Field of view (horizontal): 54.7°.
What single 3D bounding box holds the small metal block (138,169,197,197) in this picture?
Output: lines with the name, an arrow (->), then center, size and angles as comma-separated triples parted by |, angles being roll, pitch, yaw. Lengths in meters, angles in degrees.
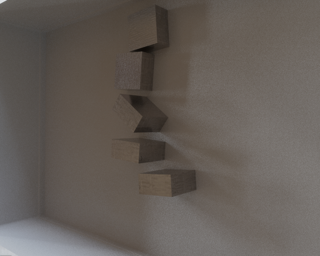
small metal block -> 0.009, 0.066, 0.381 | 0.050, 0.050, 0.025 | -5, 87, 39

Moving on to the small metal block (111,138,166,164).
small metal block -> -0.029, 0.029, 0.412 | 0.050, 0.050, 0.025 | 6, 94, 39

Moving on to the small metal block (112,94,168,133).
small metal block -> -0.026, -0.019, 0.410 | 0.050, 0.050, 0.025 | 45, 117, 30

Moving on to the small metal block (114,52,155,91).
small metal block -> -0.036, -0.078, 0.435 | 0.050, 0.025, 0.050 | 7, 94, 39

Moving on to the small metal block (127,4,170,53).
small metal block -> -0.016, -0.131, 0.418 | 0.050, 0.025, 0.050 | -5, 87, 39
